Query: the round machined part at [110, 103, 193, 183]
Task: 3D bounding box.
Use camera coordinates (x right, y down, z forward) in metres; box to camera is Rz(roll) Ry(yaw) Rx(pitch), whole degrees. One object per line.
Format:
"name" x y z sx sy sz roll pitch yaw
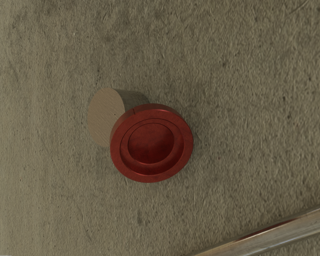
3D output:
"round machined part" -0.012 0.015 0.380 0.042 0.099 0.097 -115 45 -63

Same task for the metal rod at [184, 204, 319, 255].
"metal rod" 0.087 0.128 0.333 0.299 0.025 0.025 -37 68 33

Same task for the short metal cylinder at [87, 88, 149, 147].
"short metal cylinder" -0.057 -0.014 0.434 0.080 0.050 0.080 -1 88 42
